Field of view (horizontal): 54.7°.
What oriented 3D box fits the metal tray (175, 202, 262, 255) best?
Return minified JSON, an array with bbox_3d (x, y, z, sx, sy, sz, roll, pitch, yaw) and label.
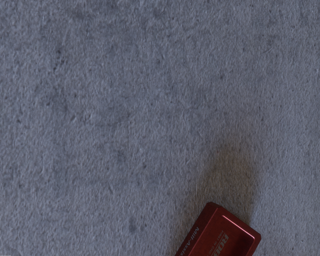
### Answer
[{"bbox_3d":[0.074,0.183,0.435,0.090,0.030,0.130,38,78,-17],"label":"metal tray"}]
